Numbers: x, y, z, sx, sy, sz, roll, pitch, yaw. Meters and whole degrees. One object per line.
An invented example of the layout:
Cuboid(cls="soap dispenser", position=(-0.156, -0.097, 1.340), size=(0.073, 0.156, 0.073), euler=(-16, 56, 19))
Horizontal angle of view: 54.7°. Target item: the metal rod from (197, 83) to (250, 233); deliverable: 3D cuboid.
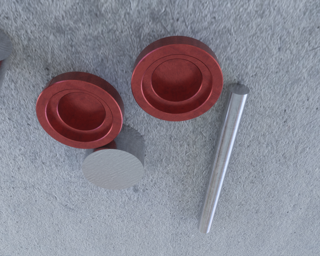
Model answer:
Cuboid(cls="metal rod", position=(0.087, 0.067, 0.465), size=(0.025, 0.025, 0.298), euler=(2, 130, -2))

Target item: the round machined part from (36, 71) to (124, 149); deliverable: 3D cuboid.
Cuboid(cls="round machined part", position=(-0.092, -0.025, 0.372), size=(0.099, 0.042, 0.097), euler=(0, 128, 1))

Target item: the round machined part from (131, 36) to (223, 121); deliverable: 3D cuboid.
Cuboid(cls="round machined part", position=(0.018, -0.058, 0.347), size=(0.099, 0.042, 0.097), euler=(-1, 130, 0))

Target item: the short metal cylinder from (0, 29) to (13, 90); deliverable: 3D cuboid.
Cuboid(cls="short metal cylinder", position=(-0.196, -0.071, 0.308), size=(0.080, 0.080, 0.050), euler=(23, 126, -19))

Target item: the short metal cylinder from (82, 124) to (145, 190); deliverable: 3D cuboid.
Cuboid(cls="short metal cylinder", position=(-0.061, 0.040, 0.424), size=(0.081, 0.050, 0.079), euler=(-1, 131, 0))
